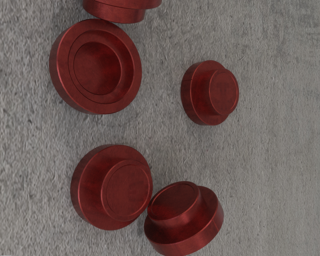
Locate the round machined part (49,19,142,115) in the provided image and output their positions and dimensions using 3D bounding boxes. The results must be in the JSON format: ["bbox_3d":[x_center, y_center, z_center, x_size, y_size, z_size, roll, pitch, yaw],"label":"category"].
[{"bbox_3d":[-0.071,-0.063,0.334,0.099,0.042,0.097,0,90,-40],"label":"round machined part"}]

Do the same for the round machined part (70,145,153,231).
[{"bbox_3d":[-0.047,0.068,0.354,0.099,0.042,0.097,0,90,-40],"label":"round machined part"}]

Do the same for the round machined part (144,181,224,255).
[{"bbox_3d":[0.024,0.102,0.377,0.099,0.098,0.042,-41,115,-32],"label":"round machined part"}]

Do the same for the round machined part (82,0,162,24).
[{"bbox_3d":[-0.046,-0.145,0.331,0.099,0.098,0.042,-20,140,-38],"label":"round machined part"}]

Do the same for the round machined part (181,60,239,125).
[{"bbox_3d":[0.080,-0.052,0.461,0.099,0.042,0.097,0,90,-40],"label":"round machined part"}]
